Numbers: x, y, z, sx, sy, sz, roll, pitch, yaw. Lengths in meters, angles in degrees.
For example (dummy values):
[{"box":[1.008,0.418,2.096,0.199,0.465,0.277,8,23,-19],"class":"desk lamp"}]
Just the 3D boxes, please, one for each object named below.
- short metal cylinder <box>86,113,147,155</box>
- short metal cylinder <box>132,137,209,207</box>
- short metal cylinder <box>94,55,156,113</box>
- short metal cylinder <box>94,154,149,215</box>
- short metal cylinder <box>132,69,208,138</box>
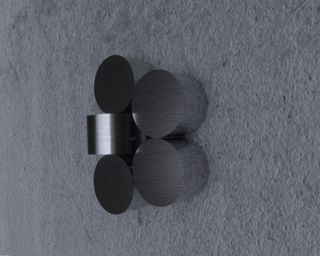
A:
[{"box":[-0.058,0.008,0.419,0.080,0.081,0.050,-4,88,40],"class":"short metal cylinder"},{"box":[0.012,0.051,0.379,0.080,0.050,0.080,1,91,41],"class":"short metal cylinder"},{"box":[-0.046,-0.057,0.428,0.080,0.050,0.080,0,91,41],"class":"short metal cylinder"},{"box":[-0.047,0.074,0.429,0.080,0.050,0.080,0,91,41],"class":"short metal cylinder"},{"box":[0.011,-0.029,0.380,0.080,0.050,0.080,1,91,40],"class":"short metal cylinder"}]
